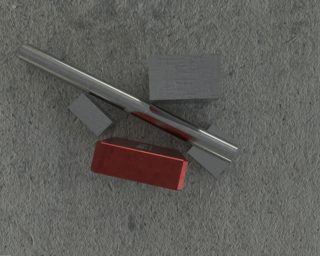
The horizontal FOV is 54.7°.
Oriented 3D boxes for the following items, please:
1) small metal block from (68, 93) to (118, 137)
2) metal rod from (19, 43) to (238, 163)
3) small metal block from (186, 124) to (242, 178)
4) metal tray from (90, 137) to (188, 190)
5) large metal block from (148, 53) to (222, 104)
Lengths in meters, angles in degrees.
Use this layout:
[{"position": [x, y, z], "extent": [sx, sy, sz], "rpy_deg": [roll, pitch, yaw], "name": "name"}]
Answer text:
[{"position": [-0.084, -0.016, 0.397], "extent": [0.050, 0.050, 0.025], "rpy_deg": [44, 90, -1], "name": "small metal block"}, {"position": [-0.043, -0.034, 0.397], "extent": [0.301, 0.025, 0.025], "rpy_deg": [26, 90, 5], "name": "metal rod"}, {"position": [0.071, 0.029, 0.413], "extent": [0.050, 0.025, 0.050], "rpy_deg": [41, 90, -1], "name": "small metal block"}, {"position": [-0.020, 0.036, 0.359], "extent": [0.091, 0.130, 0.030], "rpy_deg": [12, 90, 0], "name": "metal tray"}, {"position": [0.028, -0.057, 0.383], "extent": [0.081, 0.080, 0.050], "rpy_deg": [-2, 90, -1], "name": "large metal block"}]
